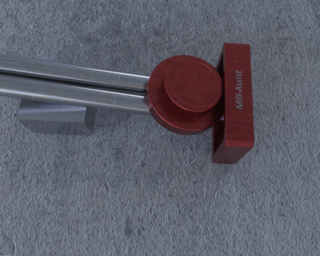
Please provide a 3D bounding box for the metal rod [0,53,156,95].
[{"bbox_3d":[-0.064,-0.060,0.382,0.302,0.025,0.025,7,70,-12],"label":"metal rod"}]

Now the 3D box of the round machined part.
[{"bbox_3d":[0.035,-0.044,0.365,0.099,0.042,0.098,3,72,-11],"label":"round machined part"}]

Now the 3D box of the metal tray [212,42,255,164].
[{"bbox_3d":[0.087,-0.028,0.385,0.030,0.090,0.130,3,70,1],"label":"metal tray"}]

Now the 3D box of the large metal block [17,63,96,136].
[{"bbox_3d":[-0.128,-0.038,0.404,0.081,0.050,0.080,3,70,1],"label":"large metal block"}]

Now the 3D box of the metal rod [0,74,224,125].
[{"bbox_3d":[-0.066,-0.034,0.373,0.302,0.025,0.025,7,70,-11],"label":"metal rod"}]
